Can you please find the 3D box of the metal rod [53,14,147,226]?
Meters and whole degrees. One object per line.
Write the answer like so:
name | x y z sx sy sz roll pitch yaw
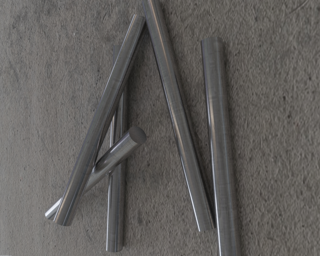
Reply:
metal rod | -0.079 -0.011 0.425 0.025 0.025 0.299 20 89 38

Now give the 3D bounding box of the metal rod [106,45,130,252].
metal rod | -0.062 0.031 0.455 0.025 0.025 0.298 4 93 40

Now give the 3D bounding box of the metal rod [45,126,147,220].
metal rod | -0.113 0.083 0.473 0.299 0.025 0.025 -41 65 40

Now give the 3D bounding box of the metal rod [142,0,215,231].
metal rod | 0.022 -0.026 0.386 0.025 0.025 0.299 -22 76 38

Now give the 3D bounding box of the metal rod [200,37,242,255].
metal rod | 0.070 0.048 0.346 0.025 0.025 0.298 -7 85 40
